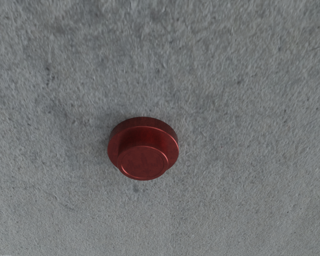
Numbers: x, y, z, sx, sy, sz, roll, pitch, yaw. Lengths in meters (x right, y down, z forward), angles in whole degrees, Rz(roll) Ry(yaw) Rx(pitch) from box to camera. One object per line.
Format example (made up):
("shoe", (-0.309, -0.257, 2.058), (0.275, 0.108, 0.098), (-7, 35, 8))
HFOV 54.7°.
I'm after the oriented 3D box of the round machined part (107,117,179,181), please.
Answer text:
("round machined part", (-0.023, 0.035, 0.426), (0.099, 0.042, 0.097), (-1, 130, 0))
